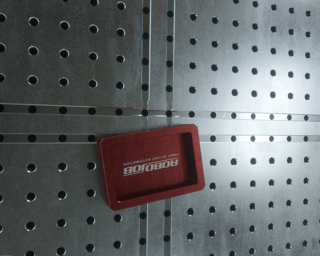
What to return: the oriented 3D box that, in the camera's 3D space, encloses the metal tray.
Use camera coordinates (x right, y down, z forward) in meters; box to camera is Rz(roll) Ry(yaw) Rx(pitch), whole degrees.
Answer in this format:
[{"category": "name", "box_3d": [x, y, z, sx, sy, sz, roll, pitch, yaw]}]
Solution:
[{"category": "metal tray", "box_3d": [-0.010, 0.048, 0.405, 0.131, 0.030, 0.090, -9, 93, -20]}]
